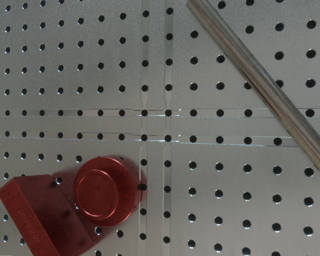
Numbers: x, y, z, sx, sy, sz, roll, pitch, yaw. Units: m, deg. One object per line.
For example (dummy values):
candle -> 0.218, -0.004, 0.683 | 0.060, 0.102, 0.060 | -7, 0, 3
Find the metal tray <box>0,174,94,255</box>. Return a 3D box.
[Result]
metal tray -> -0.154, 0.127, 0.428 | 0.030, 0.090, 0.130 | -38, 78, 6

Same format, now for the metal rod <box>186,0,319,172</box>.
metal rod -> 0.128, -0.044, 0.367 | 0.025, 0.025, 0.299 | -38, 78, 16

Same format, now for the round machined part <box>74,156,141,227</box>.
round machined part -> -0.079, 0.089, 0.430 | 0.098, 0.042, 0.097 | 0, 90, 19
